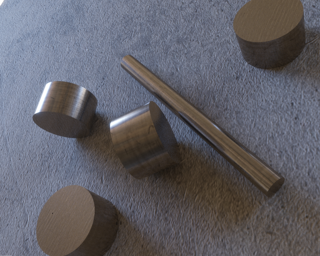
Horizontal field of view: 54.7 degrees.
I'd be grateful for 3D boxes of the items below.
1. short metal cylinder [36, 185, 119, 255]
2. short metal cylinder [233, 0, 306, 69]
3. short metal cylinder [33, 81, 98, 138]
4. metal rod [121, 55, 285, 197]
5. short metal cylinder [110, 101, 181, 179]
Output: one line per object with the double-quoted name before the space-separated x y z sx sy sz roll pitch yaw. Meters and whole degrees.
"short metal cylinder" -0.097 0.114 0.369 0.080 0.050 0.080 -13 56 21
"short metal cylinder" 0.138 -0.122 0.390 0.080 0.050 0.080 -13 56 21
"short metal cylinder" -0.138 -0.025 0.456 0.080 0.080 0.050 -5 60 26
"metal rod" 0.032 -0.023 0.401 0.025 0.025 0.300 -44 51 -2
"short metal cylinder" -0.016 0.014 0.368 0.050 0.080 0.080 -25 53 13
